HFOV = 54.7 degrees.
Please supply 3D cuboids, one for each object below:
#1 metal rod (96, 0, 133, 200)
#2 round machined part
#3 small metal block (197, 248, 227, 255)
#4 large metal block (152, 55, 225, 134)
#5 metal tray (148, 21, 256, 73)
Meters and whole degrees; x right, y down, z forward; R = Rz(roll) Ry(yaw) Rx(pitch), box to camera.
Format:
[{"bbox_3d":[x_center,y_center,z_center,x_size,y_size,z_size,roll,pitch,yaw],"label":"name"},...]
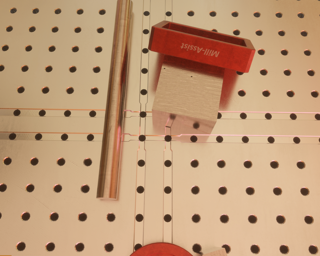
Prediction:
[{"bbox_3d":[-0.060,-0.054,0.430,0.025,0.025,0.299,2,70,0],"label":"metal rod"},{"bbox_3d":[0.001,0.177,0.338,0.099,0.042,0.098,0,70,-1],"label":"round machined part"},{"bbox_3d":[0.063,0.161,0.341,0.025,0.050,0.050,-15,71,-6],"label":"small metal block"},{"bbox_3d":[0.037,-0.044,0.415,0.080,0.050,0.080,11,70,3],"label":"large metal block"},{"bbox_3d":[0.058,-0.114,0.422,0.131,0.030,0.090,14,26,5],"label":"metal tray"}]
